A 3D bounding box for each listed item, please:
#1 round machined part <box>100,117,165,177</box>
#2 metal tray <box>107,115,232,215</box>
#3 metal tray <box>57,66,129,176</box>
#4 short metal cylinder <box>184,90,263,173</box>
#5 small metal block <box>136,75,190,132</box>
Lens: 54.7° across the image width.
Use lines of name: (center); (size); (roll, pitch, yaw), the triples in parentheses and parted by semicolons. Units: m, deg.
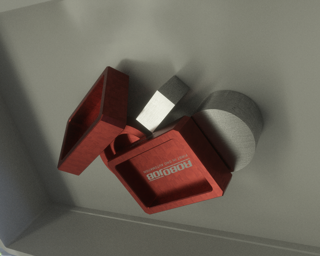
round machined part: (-0.034, 0.027, 0.430); (0.098, 0.042, 0.097); (13, 124, 20)
metal tray: (0.007, 0.050, 0.368); (0.130, 0.030, 0.090); (-28, 103, 41)
metal tray: (-0.088, -0.007, 0.403); (0.030, 0.090, 0.129); (24, 134, -28)
short metal cylinder: (0.072, 0.004, 0.353); (0.080, 0.050, 0.079); (13, 124, 20)
small metal block: (0.004, -0.029, 0.368); (0.025, 0.050, 0.050); (40, 127, 1)
